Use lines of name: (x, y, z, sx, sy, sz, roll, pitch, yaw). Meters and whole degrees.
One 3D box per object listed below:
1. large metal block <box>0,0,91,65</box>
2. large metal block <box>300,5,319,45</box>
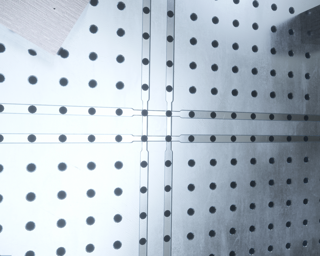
large metal block: (-0.135, -0.131, 0.349, 0.080, 0.050, 0.080, 31, 80, -18)
large metal block: (0.283, -0.166, 0.487, 0.081, 0.080, 0.050, -4, 92, -20)
